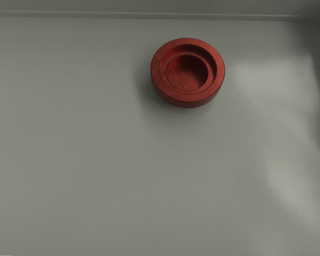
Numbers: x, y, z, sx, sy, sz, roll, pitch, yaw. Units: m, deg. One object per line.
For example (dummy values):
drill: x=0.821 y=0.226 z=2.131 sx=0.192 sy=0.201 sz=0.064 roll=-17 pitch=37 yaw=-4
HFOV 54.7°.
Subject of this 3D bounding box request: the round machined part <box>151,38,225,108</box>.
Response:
round machined part: x=0.037 y=-0.071 z=0.427 sx=0.099 sy=0.042 sz=0.098 roll=0 pitch=70 yaw=-1
